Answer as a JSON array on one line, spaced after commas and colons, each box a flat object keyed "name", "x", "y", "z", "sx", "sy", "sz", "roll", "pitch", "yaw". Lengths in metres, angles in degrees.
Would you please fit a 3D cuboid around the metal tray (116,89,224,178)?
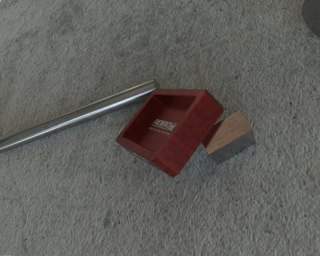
[{"name": "metal tray", "x": 0.004, "y": -0.002, "z": 0.361, "sx": 0.090, "sy": 0.030, "sz": 0.130, "roll": -53, "pitch": 24, "yaw": -10}]

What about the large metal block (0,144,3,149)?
[{"name": "large metal block", "x": -0.335, "y": 0.020, "z": 0.529, "sx": 0.080, "sy": 0.080, "sz": 0.050, "roll": 24, "pitch": 75, "yaw": 36}]

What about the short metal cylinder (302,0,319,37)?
[{"name": "short metal cylinder", "x": 0.209, "y": -0.138, "z": 0.344, "sx": 0.080, "sy": 0.080, "sz": 0.050, "roll": 33, "pitch": 80, "yaw": 38}]

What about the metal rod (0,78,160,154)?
[{"name": "metal rod", "x": -0.140, "y": -0.013, "z": 0.483, "sx": 0.301, "sy": 0.025, "sz": 0.025, "roll": -19, "pitch": 55, "yaw": 17}]

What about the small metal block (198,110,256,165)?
[{"name": "small metal block", "x": 0.074, "y": 0.012, "z": 0.338, "sx": 0.050, "sy": 0.050, "sz": 0.025, "roll": -31, "pitch": 63, "yaw": 8}]
